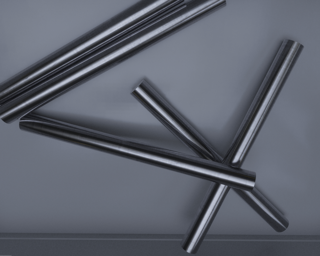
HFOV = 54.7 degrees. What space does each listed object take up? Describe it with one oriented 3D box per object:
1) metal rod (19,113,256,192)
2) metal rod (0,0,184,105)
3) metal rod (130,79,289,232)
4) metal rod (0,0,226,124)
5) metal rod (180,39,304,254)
[{"bbox_3d":[-0.032,0.029,0.392,0.301,0.025,0.025,14,110,6],"label":"metal rod"},{"bbox_3d":[-0.110,-0.089,0.377,0.301,0.025,0.025,-27,108,9],"label":"metal rod"},{"bbox_3d":[0.077,0.047,0.429,0.300,0.025,0.025,43,104,-14],"label":"metal rod"},{"bbox_3d":[-0.063,-0.084,0.373,0.301,0.025,0.025,-27,108,7],"label":"metal rod"},{"bbox_3d":[0.101,0.031,0.401,0.025,0.025,0.298,23,100,-8],"label":"metal rod"}]
